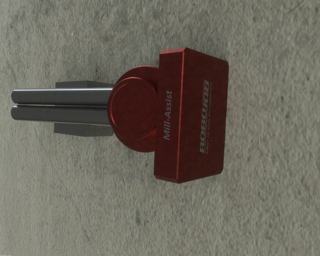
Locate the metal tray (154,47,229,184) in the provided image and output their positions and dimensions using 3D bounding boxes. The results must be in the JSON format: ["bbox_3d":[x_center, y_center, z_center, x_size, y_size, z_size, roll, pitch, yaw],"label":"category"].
[{"bbox_3d":[0.036,-0.012,0.332,0.030,0.091,0.129,5,93,40],"label":"metal tray"}]

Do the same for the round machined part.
[{"bbox_3d":[-0.020,-0.021,0.346,0.098,0.042,0.097,1,93,29],"label":"round machined part"}]

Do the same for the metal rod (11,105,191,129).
[{"bbox_3d":[-0.089,-0.016,0.419,0.301,0.025,0.025,4,92,27],"label":"metal rod"}]

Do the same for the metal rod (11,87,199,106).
[{"bbox_3d":[-0.088,-0.042,0.418,0.301,0.025,0.025,3,92,27],"label":"metal rod"}]

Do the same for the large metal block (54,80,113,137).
[{"bbox_3d":[-0.118,-0.030,0.480,0.080,0.050,0.079,4,93,39],"label":"large metal block"}]
